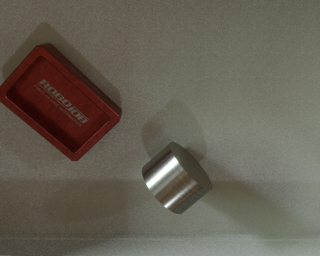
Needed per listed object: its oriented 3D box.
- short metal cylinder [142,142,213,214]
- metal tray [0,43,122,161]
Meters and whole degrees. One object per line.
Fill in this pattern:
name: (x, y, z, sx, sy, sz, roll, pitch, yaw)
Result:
short metal cylinder: (0.023, 0.064, 0.406, 0.050, 0.080, 0.080, -43, 105, 14)
metal tray: (-0.126, -0.031, 0.395, 0.090, 0.030, 0.130, -43, 105, 13)
